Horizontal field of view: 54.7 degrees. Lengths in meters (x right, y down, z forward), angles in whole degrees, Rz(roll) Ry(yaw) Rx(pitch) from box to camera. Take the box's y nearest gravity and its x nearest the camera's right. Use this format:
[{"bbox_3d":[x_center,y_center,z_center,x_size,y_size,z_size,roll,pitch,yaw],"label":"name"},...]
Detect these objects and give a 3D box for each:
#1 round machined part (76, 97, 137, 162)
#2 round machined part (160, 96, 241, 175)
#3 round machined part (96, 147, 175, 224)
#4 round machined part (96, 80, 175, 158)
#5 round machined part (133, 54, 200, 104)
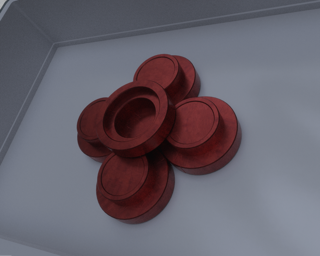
[{"bbox_3d":[-0.076,-0.004,0.435,0.098,0.042,0.098,-13,56,21],"label":"round machined part"},{"bbox_3d":[0.043,0.003,0.368,0.098,0.042,0.098,-13,56,21],"label":"round machined part"},{"bbox_3d":[-0.036,0.061,0.373,0.098,0.042,0.098,-13,55,19],"label":"round machined part"},{"bbox_3d":[-0.026,-0.008,0.384,0.098,0.042,0.098,-13,56,21],"label":"round machined part"},{"bbox_3d":[0.002,-0.063,0.429,0.098,0.042,0.098,-13,56,21],"label":"round machined part"}]
